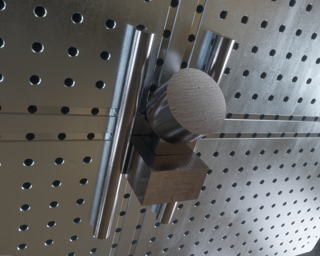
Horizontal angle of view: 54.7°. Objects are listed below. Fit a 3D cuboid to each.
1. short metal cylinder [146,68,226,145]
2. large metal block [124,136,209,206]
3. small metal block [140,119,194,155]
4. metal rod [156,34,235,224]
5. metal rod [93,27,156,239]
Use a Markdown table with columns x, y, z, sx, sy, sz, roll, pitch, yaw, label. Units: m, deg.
| x | y | z | sx | sy | sz | roll | pitch | yaw | label |
| --- | --- | --- | --- | --- | --- | --- | --- | --- | --- |
| 0.031 | -0.024 | 0.369 | 0.081 | 0.050 | 0.080 | 9 | 70 | -27 | short metal cylinder |
| 0.003 | 0.052 | 0.406 | 0.081 | 0.080 | 0.050 | 1 | 118 | -29 | large metal block |
| 0.009 | 0.011 | 0.406 | 0.050 | 0.050 | 0.025 | 1 | 118 | -30 | small metal block |
| 0.044 | 0.017 | 0.446 | 0.025 | 0.025 | 0.298 | 2 | 118 | -29 | metal rod |
| -0.052 | 0.025 | 0.398 | 0.025 | 0.025 | 0.298 | 1 | 118 | -29 | metal rod |
